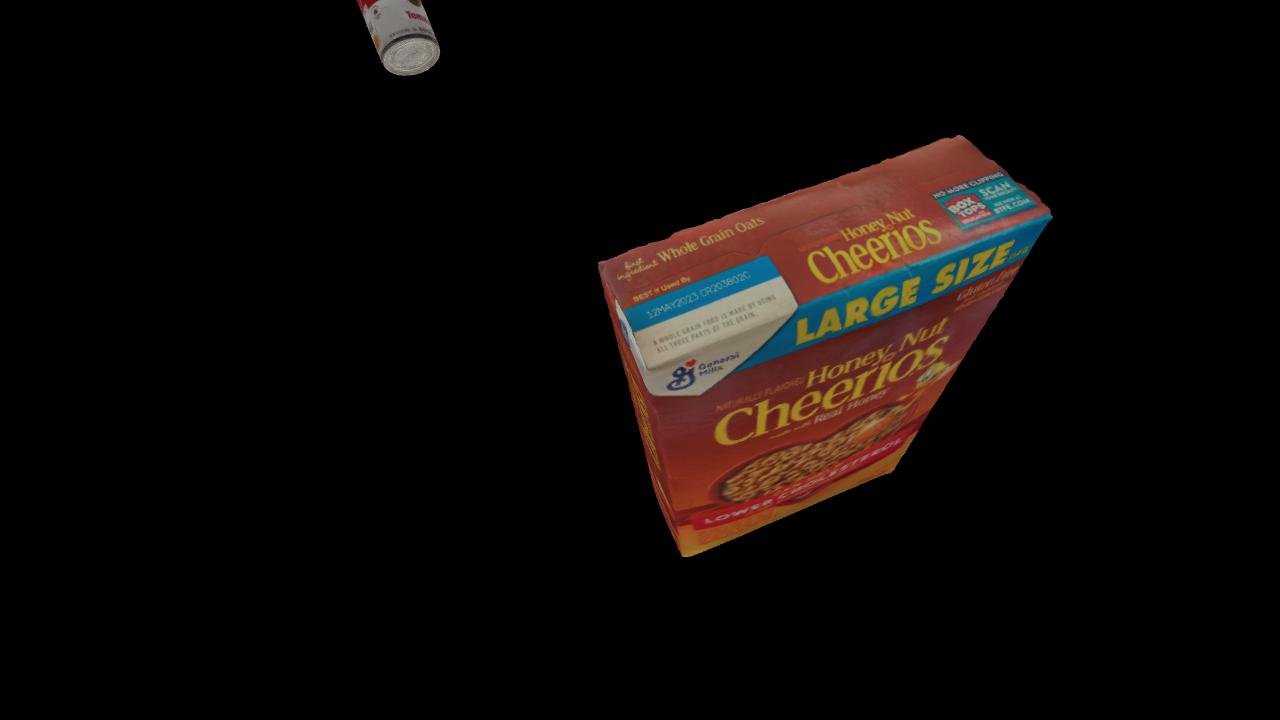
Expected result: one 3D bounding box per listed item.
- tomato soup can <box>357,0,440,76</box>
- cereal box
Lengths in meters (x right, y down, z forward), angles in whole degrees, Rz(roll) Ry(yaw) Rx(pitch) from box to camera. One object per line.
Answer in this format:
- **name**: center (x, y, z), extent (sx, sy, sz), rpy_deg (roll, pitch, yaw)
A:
- **tomato soup can**: center (-0.272, -0.382, 0.685), extent (0.068, 0.101, 0.068), rpy_deg (-22, -2, -1)
- **cereal box**: center (0.099, 0.023, 0.408), extent (0.203, 0.081, 0.306), rpy_deg (-21, -32, -7)
